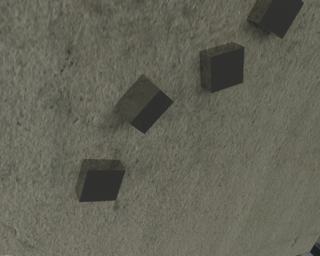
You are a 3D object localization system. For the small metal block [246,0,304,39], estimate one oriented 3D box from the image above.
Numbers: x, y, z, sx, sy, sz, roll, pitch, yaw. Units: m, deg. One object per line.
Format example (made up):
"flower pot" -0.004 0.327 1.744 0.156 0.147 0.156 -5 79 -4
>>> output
"small metal block" 0.148 -0.150 0.397 0.050 0.025 0.050 16 110 -35

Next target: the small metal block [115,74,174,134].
"small metal block" -0.019 -0.029 0.364 0.050 0.050 0.025 -48 129 5

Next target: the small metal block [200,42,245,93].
"small metal block" 0.081 -0.079 0.404 0.050 0.025 0.050 -20 126 -17

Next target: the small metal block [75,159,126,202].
"small metal block" -0.079 0.069 0.408 0.050 0.025 0.050 5 116 -31
